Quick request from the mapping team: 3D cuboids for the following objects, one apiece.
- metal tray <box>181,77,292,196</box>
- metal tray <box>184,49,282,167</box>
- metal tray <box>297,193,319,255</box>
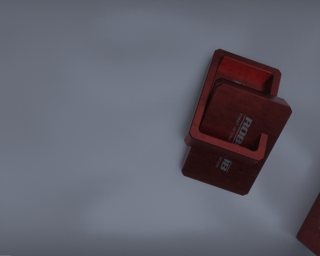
[{"bbox_3d":[0.090,0.013,0.385,0.090,0.030,0.129,19,114,-1],"label":"metal tray"},{"bbox_3d":[0.092,-0.027,0.386,0.090,0.030,0.130,20,68,0],"label":"metal tray"},{"bbox_3d":[0.230,0.102,0.382,0.030,0.090,0.130,28,90,0],"label":"metal tray"}]
